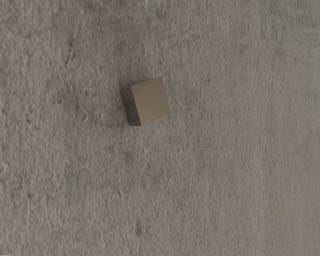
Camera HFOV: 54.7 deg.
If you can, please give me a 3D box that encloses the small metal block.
[{"bbox_3d":[-0.018,-0.034,0.392,0.050,0.025,0.050,-23,105,-38],"label":"small metal block"}]
